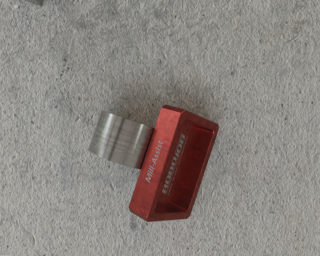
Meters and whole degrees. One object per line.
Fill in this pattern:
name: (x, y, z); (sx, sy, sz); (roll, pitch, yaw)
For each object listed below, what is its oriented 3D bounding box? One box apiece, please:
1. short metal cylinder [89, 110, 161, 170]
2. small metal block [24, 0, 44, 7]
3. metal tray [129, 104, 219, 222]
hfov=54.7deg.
short metal cylinder: (-0.041, 0.015, 0.382); (0.080, 0.080, 0.050); (19, 90, 0)
small metal block: (-0.176, -0.197, 0.408); (0.050, 0.025, 0.050); (21, 90, 0)
metal tray: (0.021, 0.045, 0.378); (0.030, 0.090, 0.129); (18, 90, 39)
